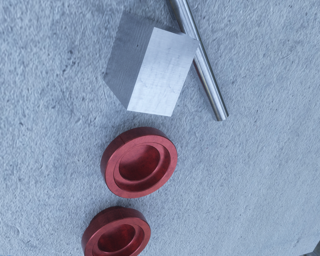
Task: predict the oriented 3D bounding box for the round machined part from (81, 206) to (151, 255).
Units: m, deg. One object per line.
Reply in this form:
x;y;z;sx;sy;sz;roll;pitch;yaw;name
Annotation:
-0.067;0.155;0.455;0.099;0.042;0.097;-14;124;-21;round machined part

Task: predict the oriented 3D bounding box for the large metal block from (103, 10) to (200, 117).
-0.014;-0.068;0.322;0.050;0.080;0.079;7;115;-32;large metal block

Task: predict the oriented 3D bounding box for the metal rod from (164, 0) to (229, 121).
0.028;-0.119;0.348;0.025;0.025;0.299;-35;129;-5;metal rod

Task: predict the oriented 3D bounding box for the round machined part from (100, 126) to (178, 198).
-0.030;0.040;0.404;0.099;0.042;0.097;-14;124;-21;round machined part
